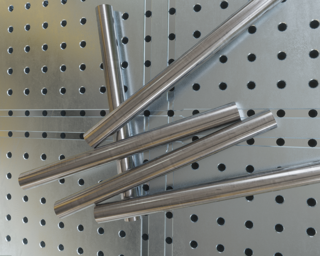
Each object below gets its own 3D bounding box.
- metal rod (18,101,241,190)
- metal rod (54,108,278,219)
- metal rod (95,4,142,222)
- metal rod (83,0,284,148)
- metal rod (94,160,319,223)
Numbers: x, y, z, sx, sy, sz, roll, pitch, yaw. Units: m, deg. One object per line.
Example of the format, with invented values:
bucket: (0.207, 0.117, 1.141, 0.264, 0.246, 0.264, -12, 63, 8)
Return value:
metal rod: (-0.046, 0.026, 0.403, 0.301, 0.025, 0.025, -19, 84, 9)
metal rod: (-0.001, 0.050, 0.393, 0.300, 0.025, 0.025, -25, 82, 10)
metal rod: (-0.058, -0.023, 0.433, 0.025, 0.025, 0.299, -9, 87, 20)
metal rod: (0.024, -0.073, 0.388, 0.300, 0.025, 0.025, -38, 78, 10)
metal rod: (0.061, 0.078, 0.375, 0.301, 0.025, 0.025, -14, 85, 13)
